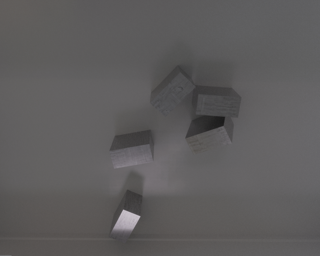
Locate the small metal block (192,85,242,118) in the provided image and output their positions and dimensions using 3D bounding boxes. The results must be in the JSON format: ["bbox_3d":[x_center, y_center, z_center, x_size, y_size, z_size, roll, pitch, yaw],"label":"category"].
[{"bbox_3d":[0.068,-0.034,0.386,0.050,0.050,0.025,4,110,-2],"label":"small metal block"}]

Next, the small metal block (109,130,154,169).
[{"bbox_3d":[-0.035,0.027,0.407,0.050,0.050,0.025,-10,110,3],"label":"small metal block"}]

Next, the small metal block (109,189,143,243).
[{"bbox_3d":[-0.048,0.126,0.444,0.025,0.050,0.050,25,108,-9],"label":"small metal block"}]

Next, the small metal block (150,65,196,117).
[{"bbox_3d":[0.015,-0.047,0.381,0.025,0.050,0.050,42,105,-14],"label":"small metal block"}]

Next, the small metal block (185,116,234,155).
[{"bbox_3d":[0.064,0.004,0.393,0.050,0.050,0.025,-20,110,24],"label":"small metal block"}]
